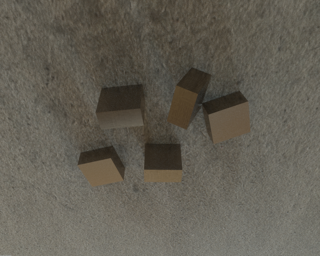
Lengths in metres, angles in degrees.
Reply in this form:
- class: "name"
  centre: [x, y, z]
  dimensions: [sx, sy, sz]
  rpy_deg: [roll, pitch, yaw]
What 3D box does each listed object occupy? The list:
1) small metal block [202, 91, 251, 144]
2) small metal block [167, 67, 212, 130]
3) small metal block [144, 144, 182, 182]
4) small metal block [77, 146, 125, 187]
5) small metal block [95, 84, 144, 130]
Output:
- class: "small metal block"
  centre: [0.084, -0.013, 0.391]
  dimensions: [0.050, 0.025, 0.050]
  rpy_deg: [-19, 129, -2]
- class: "small metal block"
  centre: [0.034, -0.035, 0.358]
  dimensions: [0.025, 0.050, 0.050]
  rpy_deg: [24, 130, 12]
- class: "small metal block"
  centre: [0.004, 0.048, 0.432]
  dimensions: [0.050, 0.050, 0.025]
  rpy_deg: [1, 130, -1]
- class: "small metal block"
  centre: [-0.085, 0.057, 0.454]
  dimensions: [0.050, 0.025, 0.050]
  rpy_deg: [-13, 129, 10]
- class: "small metal block"
  centre: [-0.045, -0.026, 0.368]
  dimensions: [0.050, 0.050, 0.025]
  rpy_deg: [-5, 130, 4]
